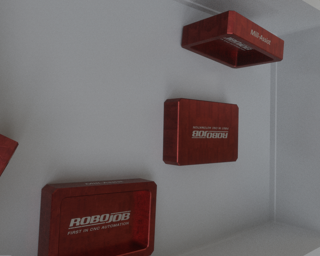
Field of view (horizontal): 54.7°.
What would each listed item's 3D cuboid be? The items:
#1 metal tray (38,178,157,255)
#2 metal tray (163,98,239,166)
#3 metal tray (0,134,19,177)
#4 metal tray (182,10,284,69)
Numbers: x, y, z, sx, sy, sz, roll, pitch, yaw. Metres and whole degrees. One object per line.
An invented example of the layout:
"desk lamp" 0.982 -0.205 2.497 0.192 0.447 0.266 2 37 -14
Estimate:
"metal tray" -0.065 0.106 0.349 0.131 0.030 0.089 4 88 -40
"metal tray" 0.064 0.006 0.457 0.131 0.030 0.089 2 89 -40
"metal tray" -0.140 0.048 0.219 0.030 0.130 0.090 31 70 -20
"metal tray" 0.108 -0.123 0.453 0.131 0.090 0.030 9 84 -40
